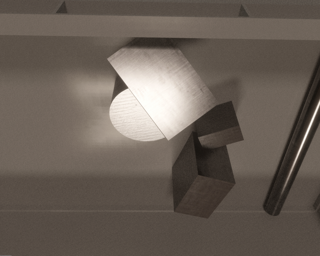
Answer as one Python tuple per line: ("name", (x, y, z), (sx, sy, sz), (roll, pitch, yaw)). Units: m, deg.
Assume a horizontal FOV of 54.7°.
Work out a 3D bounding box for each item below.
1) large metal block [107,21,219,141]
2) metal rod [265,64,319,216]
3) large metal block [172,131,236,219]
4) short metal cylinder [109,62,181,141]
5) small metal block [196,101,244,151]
("large metal block", (0.001, -0.038, 0.283), (0.050, 0.080, 0.080), (-37, 92, -1))
("metal rod", (0.194, 0.027, 0.434), (0.025, 0.025, 0.298), (0, 130, -1))
("large metal block", (0.056, 0.065, 0.429), (0.050, 0.080, 0.079), (15, 128, -13))
("short metal cylinder", (-0.016, -0.030, 0.367), (0.081, 0.050, 0.079), (0, 131, 0))
("small metal block", (0.073, -0.003, 0.391), (0.050, 0.050, 0.025), (-17, 128, 13))
